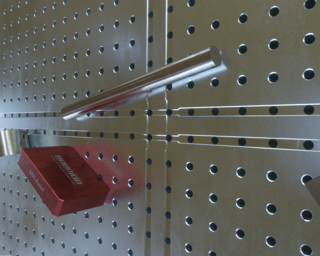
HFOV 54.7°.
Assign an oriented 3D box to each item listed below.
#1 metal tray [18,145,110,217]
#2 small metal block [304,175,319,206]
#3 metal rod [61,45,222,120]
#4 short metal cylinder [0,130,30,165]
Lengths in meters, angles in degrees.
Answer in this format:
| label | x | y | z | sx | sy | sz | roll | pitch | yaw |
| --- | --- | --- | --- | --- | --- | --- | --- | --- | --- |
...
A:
| label | x | y | z | sx | sy | sz | roll | pitch | yaw |
| --- | --- | --- | --- | --- | --- | --- | --- | --- | --- |
| metal tray | -0.154 | 0.078 | 0.493 | 0.130 | 0.091 | 0.030 | 39 | 114 | 33 |
| small metal block | 0.167 | 0.058 | 0.272 | 0.050 | 0.025 | 0.050 | -42 | 65 | 32 |
| metal rod | -0.049 | -0.054 | 0.449 | 0.300 | 0.025 | 0.025 | -14 | 81 | 39 |
| short metal cylinder | -0.308 | 0.040 | 0.628 | 0.080 | 0.081 | 0.050 | -26 | 74 | 37 |
